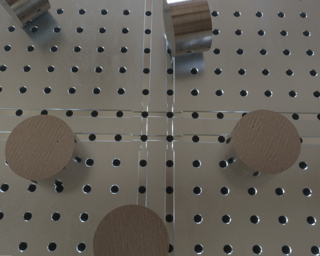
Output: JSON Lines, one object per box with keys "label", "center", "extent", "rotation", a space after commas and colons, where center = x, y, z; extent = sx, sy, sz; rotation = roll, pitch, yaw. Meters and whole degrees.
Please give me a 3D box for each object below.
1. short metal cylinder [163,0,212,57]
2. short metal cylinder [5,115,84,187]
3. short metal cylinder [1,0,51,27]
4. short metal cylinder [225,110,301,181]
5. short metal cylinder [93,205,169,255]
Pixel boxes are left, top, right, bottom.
{"label": "short metal cylinder", "center": [0.037, -0.144, 0.435], "extent": [0.050, 0.080, 0.080], "rotation": [-11, 71, -4]}
{"label": "short metal cylinder", "center": [-0.141, 0.030, 0.387], "extent": [0.081, 0.050, 0.080], "rotation": [0, 70, 0]}
{"label": "short metal cylinder", "center": [-0.208, -0.196, 0.453], "extent": [0.050, 0.080, 0.080], "rotation": [-42, 75, -13]}
{"label": "short metal cylinder", "center": [0.127, 0.023, 0.391], "extent": [0.081, 0.050, 0.080], "rotation": [0, 70, 0]}
{"label": "short metal cylinder", "center": [-0.030, 0.130, 0.351], "extent": [0.081, 0.050, 0.080], "rotation": [0, 70, 0]}
